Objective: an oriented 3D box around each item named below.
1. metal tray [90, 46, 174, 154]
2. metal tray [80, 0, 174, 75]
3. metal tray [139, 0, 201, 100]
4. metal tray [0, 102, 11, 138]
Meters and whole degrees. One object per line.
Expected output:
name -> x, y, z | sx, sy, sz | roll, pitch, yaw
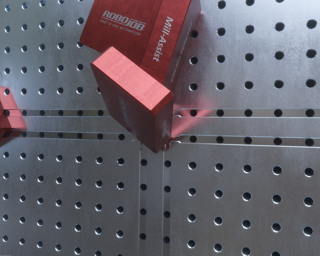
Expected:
metal tray -> -0.029, -0.026, 0.367 | 0.090, 0.130, 0.030 | 40, 73, 15
metal tray -> -0.041, -0.133, 0.406 | 0.130, 0.030, 0.090 | 29, 99, 32
metal tray -> 0.012, -0.097, 0.371 | 0.030, 0.090, 0.129 | 20, 97, 9
metal tray -> -0.322, -0.006, 0.520 | 0.130, 0.030, 0.090 | -29, 81, 17
